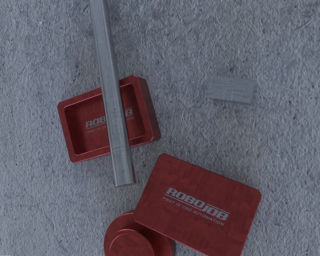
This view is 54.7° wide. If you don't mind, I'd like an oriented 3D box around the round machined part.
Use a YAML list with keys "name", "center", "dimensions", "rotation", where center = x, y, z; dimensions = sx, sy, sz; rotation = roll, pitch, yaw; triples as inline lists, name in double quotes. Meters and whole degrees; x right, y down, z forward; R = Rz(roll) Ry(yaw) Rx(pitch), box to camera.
- name: "round machined part"
  center: [-0.032, 0.162, 0.410]
  dimensions: [0.098, 0.042, 0.097]
  rotation: [0, 90, 19]

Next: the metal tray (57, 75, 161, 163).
- name: "metal tray"
  center: [-0.073, -0.010, 0.430]
  dimensions: [0.130, 0.030, 0.090]
  rotation: [-17, 85, 18]

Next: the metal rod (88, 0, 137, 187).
- name: "metal rod"
  center: [-0.067, -0.074, 0.401]
  dimensions: [0.025, 0.025, 0.299]
  rotation: [-16, 73, 19]

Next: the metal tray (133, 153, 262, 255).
- name: "metal tray"
  center: [0.044, 0.095, 0.376]
  dimensions: [0.130, 0.030, 0.090]
  rotation: [20, 78, 18]

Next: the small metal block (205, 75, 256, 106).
- name: "small metal block"
  center: [0.085, -0.043, 0.365]
  dimensions: [0.050, 0.050, 0.025]
  rotation: [10, 93, 19]
